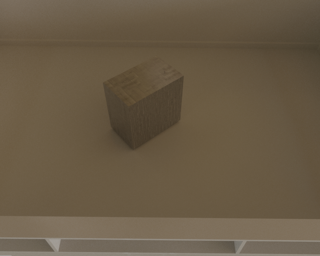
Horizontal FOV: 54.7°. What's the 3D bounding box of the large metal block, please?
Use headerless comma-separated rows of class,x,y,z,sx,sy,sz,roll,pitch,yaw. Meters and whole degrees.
large metal block,-0.019,-0.032,0.392,0.081,0.080,0.050,-33,58,-25
